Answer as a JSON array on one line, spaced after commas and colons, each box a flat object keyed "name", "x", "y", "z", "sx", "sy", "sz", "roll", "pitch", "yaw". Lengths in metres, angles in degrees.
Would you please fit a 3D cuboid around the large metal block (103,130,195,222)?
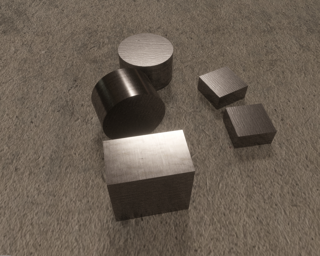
[{"name": "large metal block", "x": -0.012, "y": 0.051, "z": 0.324, "sx": 0.081, "sy": 0.080, "sz": 0.050, "roll": -8, "pitch": 51, "yaw": -7}]

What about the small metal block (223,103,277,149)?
[{"name": "small metal block", "x": 0.116, "y": -0.003, "z": 0.408, "sx": 0.050, "sy": 0.025, "sz": 0.050, "roll": -7, "pitch": 51, "yaw": -7}]

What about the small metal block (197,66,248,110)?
[{"name": "small metal block", "x": 0.091, "y": -0.060, "z": 0.455, "sx": 0.050, "sy": 0.025, "sz": 0.050, "roll": -23, "pitch": 54, "yaw": -19}]

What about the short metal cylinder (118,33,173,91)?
[{"name": "short metal cylinder", "x": -0.021, "y": -0.100, "z": 0.470, "sx": 0.081, "sy": 0.050, "sz": 0.080, "roll": 0, "pitch": 50, "yaw": 0}]

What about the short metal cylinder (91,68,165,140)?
[{"name": "short metal cylinder", "x": -0.040, "y": -0.028, "z": 0.391, "sx": 0.081, "sy": 0.080, "sz": 0.050, "roll": -18, "pitch": 53, "yaw": -15}]
